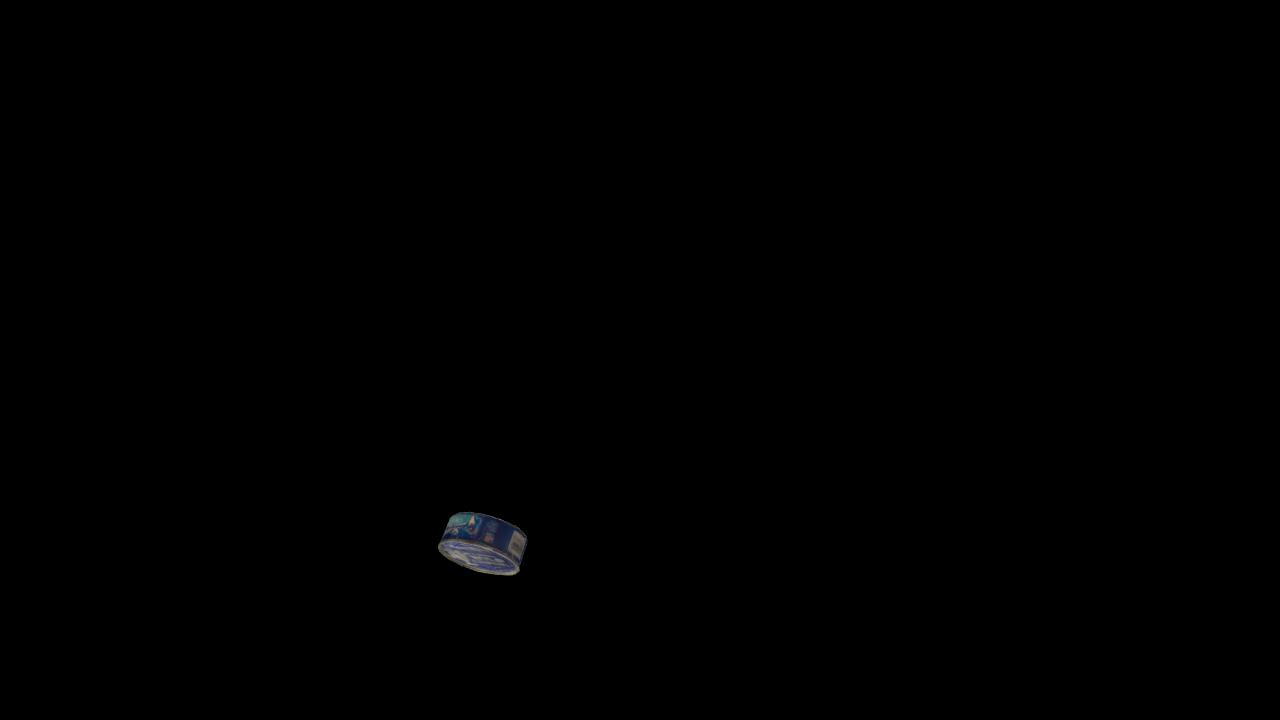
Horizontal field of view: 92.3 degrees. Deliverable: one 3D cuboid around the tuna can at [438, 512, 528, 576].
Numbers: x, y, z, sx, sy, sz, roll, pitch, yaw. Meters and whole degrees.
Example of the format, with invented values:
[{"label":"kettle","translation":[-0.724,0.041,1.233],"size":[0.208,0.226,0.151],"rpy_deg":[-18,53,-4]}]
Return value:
[{"label":"tuna can","translation":[-0.157,0.186,0.622],"size":[0.084,0.034,0.084],"rpy_deg":[10,-36,7]}]
